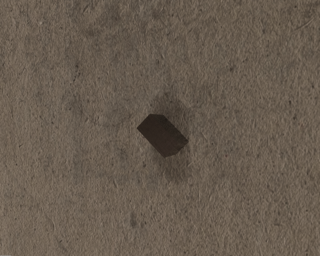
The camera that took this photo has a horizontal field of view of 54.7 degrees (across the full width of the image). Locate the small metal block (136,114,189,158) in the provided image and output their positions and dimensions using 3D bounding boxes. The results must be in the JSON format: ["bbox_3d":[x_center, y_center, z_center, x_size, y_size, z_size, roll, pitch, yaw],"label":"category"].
[{"bbox_3d":[0.005,0.009,0.393,0.050,0.050,0.025,47,104,14],"label":"small metal block"}]
